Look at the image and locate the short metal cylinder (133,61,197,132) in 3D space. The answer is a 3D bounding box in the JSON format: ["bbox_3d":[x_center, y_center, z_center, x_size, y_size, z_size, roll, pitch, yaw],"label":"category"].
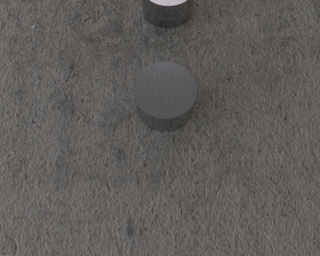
[{"bbox_3d":[0.006,-0.040,0.409,0.081,0.050,0.080,0,70,0],"label":"short metal cylinder"}]

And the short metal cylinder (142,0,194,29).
[{"bbox_3d":[0.012,-0.199,0.467,0.081,0.050,0.080,0,70,0],"label":"short metal cylinder"}]
